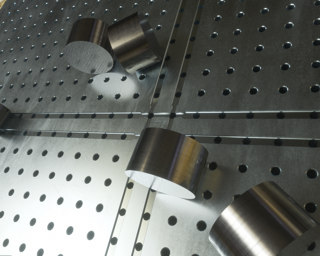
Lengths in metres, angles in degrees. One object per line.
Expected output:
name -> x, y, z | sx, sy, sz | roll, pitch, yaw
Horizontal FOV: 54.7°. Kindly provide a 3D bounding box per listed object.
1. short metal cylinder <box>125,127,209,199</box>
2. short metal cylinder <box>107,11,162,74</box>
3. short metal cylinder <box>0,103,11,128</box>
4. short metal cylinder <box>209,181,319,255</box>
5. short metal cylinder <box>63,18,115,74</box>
short metal cylinder -> 0.008, 0.040, 0.344 | 0.080, 0.080, 0.050 | 8, 66, 31
short metal cylinder -> -0.036, -0.129, 0.471 | 0.050, 0.080, 0.080 | -22, 54, 15
short metal cylinder -> -0.321, -0.029, 0.560 | 0.080, 0.080, 0.050 | 16, 70, 34
short metal cylinder -> 0.090, 0.093, 0.269 | 0.080, 0.080, 0.050 | -42, 51, 0
short metal cylinder -> -0.113, -0.134, 0.515 | 0.080, 0.080, 0.050 | -7, 59, 24
